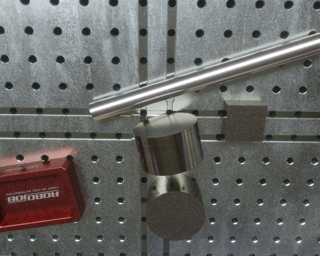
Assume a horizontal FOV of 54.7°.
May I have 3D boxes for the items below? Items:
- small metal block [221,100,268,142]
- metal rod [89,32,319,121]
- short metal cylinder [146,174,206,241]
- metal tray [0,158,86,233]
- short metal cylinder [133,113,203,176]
[{"bbox_3d":[0.110,-0.009,0.411,0.050,0.025,0.050,1,110,-1],"label":"small metal block"},{"bbox_3d":[0.057,-0.063,0.390,0.301,0.025,0.025,-16,109,5],"label":"metal rod"},{"bbox_3d":[0.021,0.111,0.441,0.081,0.050,0.079,0,110,0],"label":"short metal cylinder"},{"bbox_3d":[-0.184,0.097,0.444,0.131,0.030,0.089,-9,110,3],"label":"metal tray"},{"bbox_3d":[0.011,0.018,0.391,0.080,0.080,0.050,-11,110,4],"label":"short metal cylinder"}]
